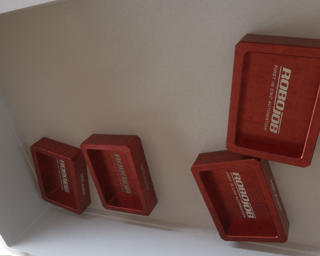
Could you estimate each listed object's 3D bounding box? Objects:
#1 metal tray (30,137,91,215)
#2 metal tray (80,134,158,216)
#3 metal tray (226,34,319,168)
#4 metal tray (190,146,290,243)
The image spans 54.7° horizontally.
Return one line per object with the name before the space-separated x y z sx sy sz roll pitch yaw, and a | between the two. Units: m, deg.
metal tray | -0.174 0.087 0.550 0.090 0.030 0.129 15 125 19
metal tray | -0.062 0.073 0.483 0.090 0.030 0.129 1 119 27
metal tray | 0.122 -0.027 0.324 0.090 0.030 0.129 12 123 22
metal tray | 0.106 0.090 0.405 0.090 0.030 0.129 -12 113 33
